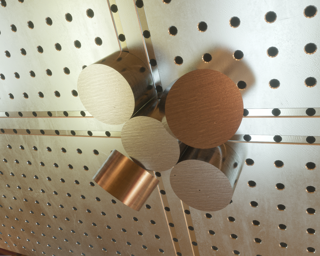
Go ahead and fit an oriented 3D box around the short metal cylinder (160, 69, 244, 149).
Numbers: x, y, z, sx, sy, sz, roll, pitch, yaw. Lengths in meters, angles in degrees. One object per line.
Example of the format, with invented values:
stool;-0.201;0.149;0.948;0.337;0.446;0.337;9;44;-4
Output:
short metal cylinder;0.042;-0.020;0.333;0.081;0.050;0.079;0;93;-7

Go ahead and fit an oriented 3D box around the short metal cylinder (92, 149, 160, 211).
short metal cylinder;-0.047;0.073;0.436;0.080;0.050;0.080;35;171;7

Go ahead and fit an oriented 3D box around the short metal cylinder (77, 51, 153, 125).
short metal cylinder;-0.056;-0.050;0.391;0.080;0.050;0.079;13;124;20

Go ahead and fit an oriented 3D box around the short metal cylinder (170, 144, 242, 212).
short metal cylinder;0.059;0.060;0.400;0.080;0.050;0.079;13;124;20

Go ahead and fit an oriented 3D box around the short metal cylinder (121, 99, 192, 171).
short metal cylinder;-0.003;0.009;0.400;0.080;0.050;0.079;13;124;20
